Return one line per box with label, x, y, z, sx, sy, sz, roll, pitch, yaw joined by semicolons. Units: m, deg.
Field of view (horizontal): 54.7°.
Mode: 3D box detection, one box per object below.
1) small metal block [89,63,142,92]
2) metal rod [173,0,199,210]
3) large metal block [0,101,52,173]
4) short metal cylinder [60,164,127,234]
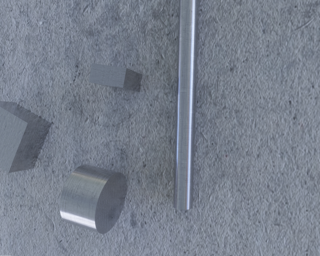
small metal block;-0.058;-0.067;0.415;0.050;0.050;0.025;12;94;19
metal rod;0.034;-0.048;0.396;0.025;0.025;0.298;2;91;19
large metal block;-0.227;0.011;0.474;0.080;0.050;0.080;27;99;17
short metal cylinder;-0.085;0.092;0.409;0.050;0.080;0.079;11;94;19
